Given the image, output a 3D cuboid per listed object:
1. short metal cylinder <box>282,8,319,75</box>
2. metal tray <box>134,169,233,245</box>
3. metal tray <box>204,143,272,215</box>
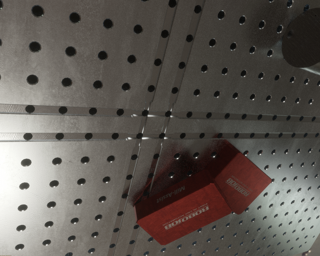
[{"bbox_3d":[0.218,-0.117,0.425,0.050,0.080,0.079,8,115,-32],"label":"short metal cylinder"},{"bbox_3d":[0.037,0.128,0.487,0.130,0.030,0.090,-29,128,8],"label":"metal tray"},{"bbox_3d":[0.130,0.093,0.539,0.090,0.030,0.130,-49,129,6],"label":"metal tray"}]
